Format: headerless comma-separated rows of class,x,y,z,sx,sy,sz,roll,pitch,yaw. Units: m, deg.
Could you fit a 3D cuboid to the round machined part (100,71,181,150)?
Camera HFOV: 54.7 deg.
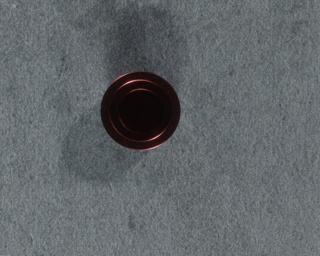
round machined part,-0.024,-0.021,0.401,0.099,0.042,0.097,0,90,-1
